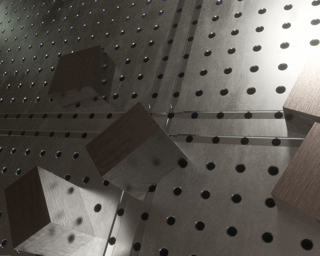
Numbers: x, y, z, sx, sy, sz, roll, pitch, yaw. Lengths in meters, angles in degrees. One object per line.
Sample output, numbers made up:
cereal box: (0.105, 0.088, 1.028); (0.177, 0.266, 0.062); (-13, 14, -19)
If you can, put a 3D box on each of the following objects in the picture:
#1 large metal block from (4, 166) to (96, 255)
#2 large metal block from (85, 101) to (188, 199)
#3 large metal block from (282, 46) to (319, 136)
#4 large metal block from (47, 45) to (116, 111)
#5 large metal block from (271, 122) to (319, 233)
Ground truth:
large metal block: (-0.133, 0.104, 0.377); (0.050, 0.080, 0.080); (-36, 51, 4)
large metal block: (-0.026, 0.029, 0.367); (0.080, 0.080, 0.050); (-40, 51, 1)
large metal block: (0.184, -0.030, 0.314); (0.080, 0.050, 0.080); (22, 73, 35)
large metal block: (-0.125, -0.079, 0.504); (0.080, 0.050, 0.080); (-8, 58, 23)
large metal block: (0.160, 0.053, 0.276); (0.080, 0.050, 0.080); (28, 77, 37)
